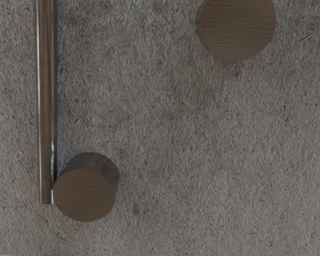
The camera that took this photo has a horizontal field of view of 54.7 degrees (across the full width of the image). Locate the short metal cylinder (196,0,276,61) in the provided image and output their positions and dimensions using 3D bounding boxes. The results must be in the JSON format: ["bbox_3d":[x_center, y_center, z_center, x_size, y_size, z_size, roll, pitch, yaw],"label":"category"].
[{"bbox_3d":[0.083,-0.120,0.353,0.081,0.050,0.079,0,110,0],"label":"short metal cylinder"}]

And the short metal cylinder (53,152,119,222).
[{"bbox_3d":[-0.099,0.080,0.425,0.081,0.050,0.079,0,110,0],"label":"short metal cylinder"}]

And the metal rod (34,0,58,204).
[{"bbox_3d":[-0.144,-0.036,0.394,0.025,0.025,0.298,6,110,-2],"label":"metal rod"}]
